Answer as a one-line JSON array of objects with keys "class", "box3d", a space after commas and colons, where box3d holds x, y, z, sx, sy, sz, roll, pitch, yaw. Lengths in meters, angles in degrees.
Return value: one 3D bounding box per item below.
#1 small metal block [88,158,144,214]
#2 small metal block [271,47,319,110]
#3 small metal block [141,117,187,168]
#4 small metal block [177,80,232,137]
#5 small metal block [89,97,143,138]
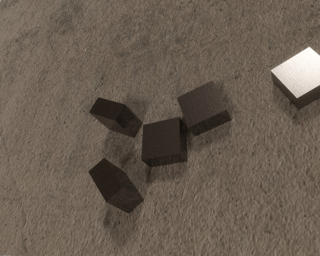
[{"class": "small metal block", "box3d": [-0.052, 0.070, 0.371, 0.025, 0.050, 0.050, -42, 51, -1]}, {"class": "small metal block", "box3d": [0.164, -0.057, 0.352, 0.050, 0.025, 0.050, -32, 52, 7]}, {"class": "small metal block", "box3d": [0.006, 0.018, 0.388, 0.050, 0.025, 0.050, -12, 57, 21]}, {"class": "small metal block", "box3d": [0.055, -0.024, 0.389, 0.050, 0.025, 0.050, -26, 53, 12]}, {"class": "small metal block", "box3d": [-0.060, -0.014, 0.426, 0.050, 0.050, 0.025, 17, 71, 34]}]
